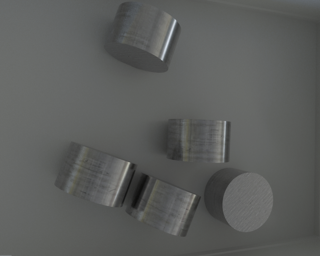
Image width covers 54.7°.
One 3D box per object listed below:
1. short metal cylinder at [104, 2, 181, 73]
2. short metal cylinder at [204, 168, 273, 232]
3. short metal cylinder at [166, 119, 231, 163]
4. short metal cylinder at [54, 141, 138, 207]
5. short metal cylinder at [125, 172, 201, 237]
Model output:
[{"bbox_3d":[-0.020,-0.106,0.373,0.080,0.080,0.050,21,83,-19],"label":"short metal cylinder"},{"bbox_3d":[0.110,0.099,0.438,0.081,0.050,0.080,0,90,-20],"label":"short metal cylinder"},{"bbox_3d":[0.050,0.016,0.399,0.081,0.080,0.050,3,89,-20],"label":"short metal cylinder"},{"bbox_3d":[-0.072,0.052,0.355,0.080,0.080,0.050,22,83,-19],"label":"short metal cylinder"},{"bbox_3d":[0.004,0.093,0.383,0.080,0.080,0.050,25,82,-19],"label":"short metal cylinder"}]
